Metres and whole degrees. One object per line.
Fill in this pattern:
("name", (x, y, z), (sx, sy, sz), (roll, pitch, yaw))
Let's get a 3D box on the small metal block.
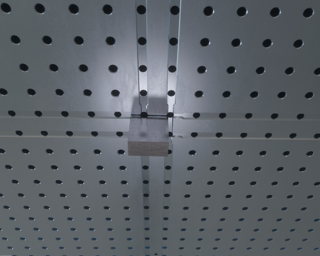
("small metal block", (-0.015, 0.010, 0.403), (0.050, 0.050, 0.025), (2, 130, -2))
